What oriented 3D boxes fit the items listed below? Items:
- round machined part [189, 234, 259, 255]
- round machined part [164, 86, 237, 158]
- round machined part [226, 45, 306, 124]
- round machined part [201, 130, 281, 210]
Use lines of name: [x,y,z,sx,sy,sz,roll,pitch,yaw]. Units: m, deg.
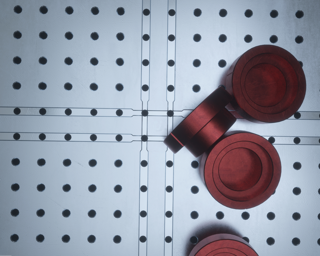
round machined part: [0.082,0.186,0.406,0.099,0.042,0.097,0,90,0]
round machined part: [0.054,-0.002,0.376,0.098,0.098,0.042,-44,85,0]
round machined part: [0.132,-0.054,0.400,0.099,0.042,0.098,1,86,-9]
round machined part: [0.101,0.051,0.402,0.099,0.042,0.097,-1,96,-5]
